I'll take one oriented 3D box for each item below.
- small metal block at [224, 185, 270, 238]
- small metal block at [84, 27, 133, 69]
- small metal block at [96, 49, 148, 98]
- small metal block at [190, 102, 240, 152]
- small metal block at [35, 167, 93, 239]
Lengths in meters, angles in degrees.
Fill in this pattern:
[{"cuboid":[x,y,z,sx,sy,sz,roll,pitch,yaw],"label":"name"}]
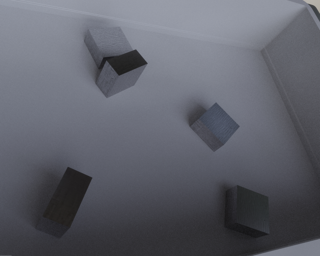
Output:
[{"cuboid":[0.113,0.109,0.402,0.050,0.025,0.050,23,53,-15],"label":"small metal block"},{"cuboid":[-0.072,-0.114,0.438,0.050,0.025,0.050,-17,71,-35],"label":"small metal block"},{"cuboid":[-0.051,-0.071,0.407,0.050,0.050,0.025,-33,80,-38],"label":"small metal block"},{"cuboid":[0.080,-0.002,0.452,0.050,0.025,0.050,46,51,4],"label":"small metal block"},{"cuboid":[-0.092,0.072,0.297,0.025,0.050,0.050,27,52,-12],"label":"small metal block"}]
